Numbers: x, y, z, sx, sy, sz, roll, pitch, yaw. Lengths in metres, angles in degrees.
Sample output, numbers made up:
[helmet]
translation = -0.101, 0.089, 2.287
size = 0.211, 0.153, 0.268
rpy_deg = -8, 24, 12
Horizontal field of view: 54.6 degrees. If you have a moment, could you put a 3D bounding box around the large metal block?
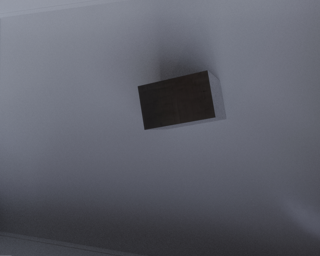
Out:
[large metal block]
translation = 0.030, -0.029, 0.371
size = 0.080, 0.080, 0.050
rpy_deg = -10, 87, 20
